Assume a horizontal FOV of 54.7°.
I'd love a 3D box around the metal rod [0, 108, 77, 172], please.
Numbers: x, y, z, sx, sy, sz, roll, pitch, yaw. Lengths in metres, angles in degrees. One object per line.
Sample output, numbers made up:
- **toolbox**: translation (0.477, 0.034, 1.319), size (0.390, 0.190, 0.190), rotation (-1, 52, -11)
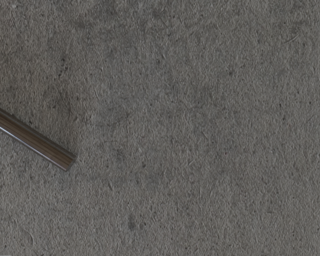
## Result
- **metal rod**: translation (-0.243, -0.033, 0.406), size (0.301, 0.025, 0.025), rotation (33, 90, -1)
